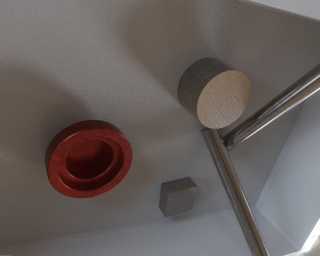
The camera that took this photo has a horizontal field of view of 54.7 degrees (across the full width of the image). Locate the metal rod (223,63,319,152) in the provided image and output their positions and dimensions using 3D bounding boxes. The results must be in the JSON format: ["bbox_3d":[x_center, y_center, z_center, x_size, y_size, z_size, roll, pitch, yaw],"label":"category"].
[{"bbox_3d":[0.172,-0.044,0.385,0.025,0.025,0.298,8,144,-33],"label":"metal rod"}]

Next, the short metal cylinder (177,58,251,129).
[{"bbox_3d":[0.070,-0.046,0.405,0.081,0.050,0.079,-14,125,-21],"label":"short metal cylinder"}]

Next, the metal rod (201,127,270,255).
[{"bbox_3d":[0.130,0.136,0.472,0.025,0.025,0.299,-25,97,-14],"label":"metal rod"}]

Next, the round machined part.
[{"bbox_3d":[-0.087,0.033,0.372,0.099,0.042,0.097,-14,125,-21],"label":"round machined part"}]

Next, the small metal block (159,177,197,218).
[{"bbox_3d":[0.028,0.110,0.494,0.050,0.025,0.050,-9,123,-24],"label":"small metal block"}]
